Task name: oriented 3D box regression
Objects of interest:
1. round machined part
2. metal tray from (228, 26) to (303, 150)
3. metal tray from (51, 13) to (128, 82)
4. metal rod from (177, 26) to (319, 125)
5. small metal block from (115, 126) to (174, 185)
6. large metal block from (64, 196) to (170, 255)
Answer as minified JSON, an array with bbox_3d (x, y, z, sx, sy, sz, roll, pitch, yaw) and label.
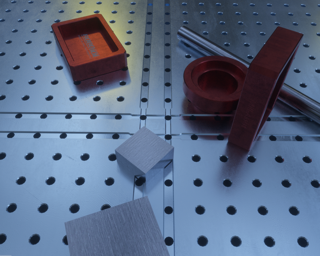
[{"bbox_3d":[0.082,-0.058,0.446,0.099,0.042,0.098,0,50,0],"label":"round machined part"},{"bbox_3d":[0.126,-0.044,0.378,0.030,0.129,0.090,27,55,20],"label":"metal tray"},{"bbox_3d":[-0.120,-0.139,0.519,0.091,0.030,0.130,-20,53,-16],"label":"metal tray"},{"bbox_3d":[0.141,-0.085,0.480,0.025,0.025,0.300,-35,59,-26],"label":"metal rod"},{"bbox_3d":[-0.018,0.032,0.380,0.050,0.025,0.050,34,58,25],"label":"small metal block"},{"bbox_3d":[-0.037,0.121,0.289,0.081,0.050,0.080,-15,52,-13],"label":"large metal block"}]
